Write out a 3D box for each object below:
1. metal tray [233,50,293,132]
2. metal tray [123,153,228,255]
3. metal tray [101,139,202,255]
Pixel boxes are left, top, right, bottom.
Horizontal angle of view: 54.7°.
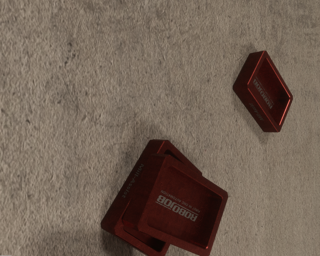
[{"bbox_3d":[0.192,-0.064,0.565,0.130,0.030,0.090,45,63,-31],"label":"metal tray"},{"bbox_3d":[0.026,0.098,0.385,0.130,0.030,0.090,36,68,-35],"label":"metal tray"},{"bbox_3d":[-0.005,0.090,0.399,0.090,0.030,0.130,45,63,-31],"label":"metal tray"}]
